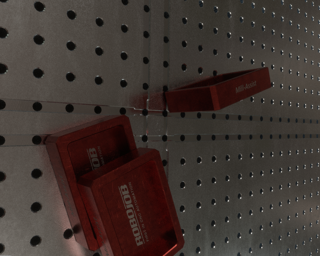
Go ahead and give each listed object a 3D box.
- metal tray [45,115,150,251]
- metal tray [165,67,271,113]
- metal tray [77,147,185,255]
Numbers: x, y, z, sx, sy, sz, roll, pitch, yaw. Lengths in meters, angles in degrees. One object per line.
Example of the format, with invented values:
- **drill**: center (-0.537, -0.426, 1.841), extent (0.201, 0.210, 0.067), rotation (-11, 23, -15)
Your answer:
- **metal tray**: center (-0.065, 0.058, 0.353), extent (0.091, 0.030, 0.129), rotation (-22, 104, -38)
- **metal tray**: center (0.084, -0.055, 0.439), extent (0.131, 0.090, 0.030), rotation (-23, 105, -38)
- **metal tray**: center (-0.027, 0.097, 0.345), extent (0.091, 0.030, 0.129), rotation (-25, 106, -37)
